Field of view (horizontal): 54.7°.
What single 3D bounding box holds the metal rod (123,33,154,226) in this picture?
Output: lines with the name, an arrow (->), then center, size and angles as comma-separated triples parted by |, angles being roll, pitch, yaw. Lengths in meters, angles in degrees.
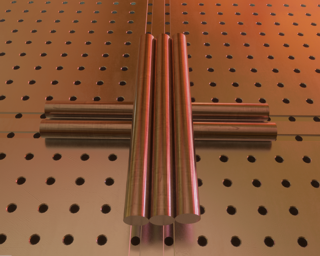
metal rod -> -0.022, -0.025, 0.396 | 0.025, 0.025, 0.300 | 1, 50, 0

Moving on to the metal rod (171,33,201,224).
metal rod -> 0.028, -0.026, 0.398 | 0.025, 0.025, 0.300 | 1, 50, 0

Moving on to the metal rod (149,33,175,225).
metal rod -> 0.003, -0.025, 0.397 | 0.025, 0.025, 0.300 | 1, 50, 0

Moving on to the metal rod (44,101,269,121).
metal rod -> -0.004, -0.024, 0.428 | 0.302, 0.025, 0.025 | 1, 50, 0

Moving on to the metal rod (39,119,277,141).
metal rod -> -0.002, 0.003, 0.405 | 0.302, 0.025, 0.025 | 1, 50, 0
